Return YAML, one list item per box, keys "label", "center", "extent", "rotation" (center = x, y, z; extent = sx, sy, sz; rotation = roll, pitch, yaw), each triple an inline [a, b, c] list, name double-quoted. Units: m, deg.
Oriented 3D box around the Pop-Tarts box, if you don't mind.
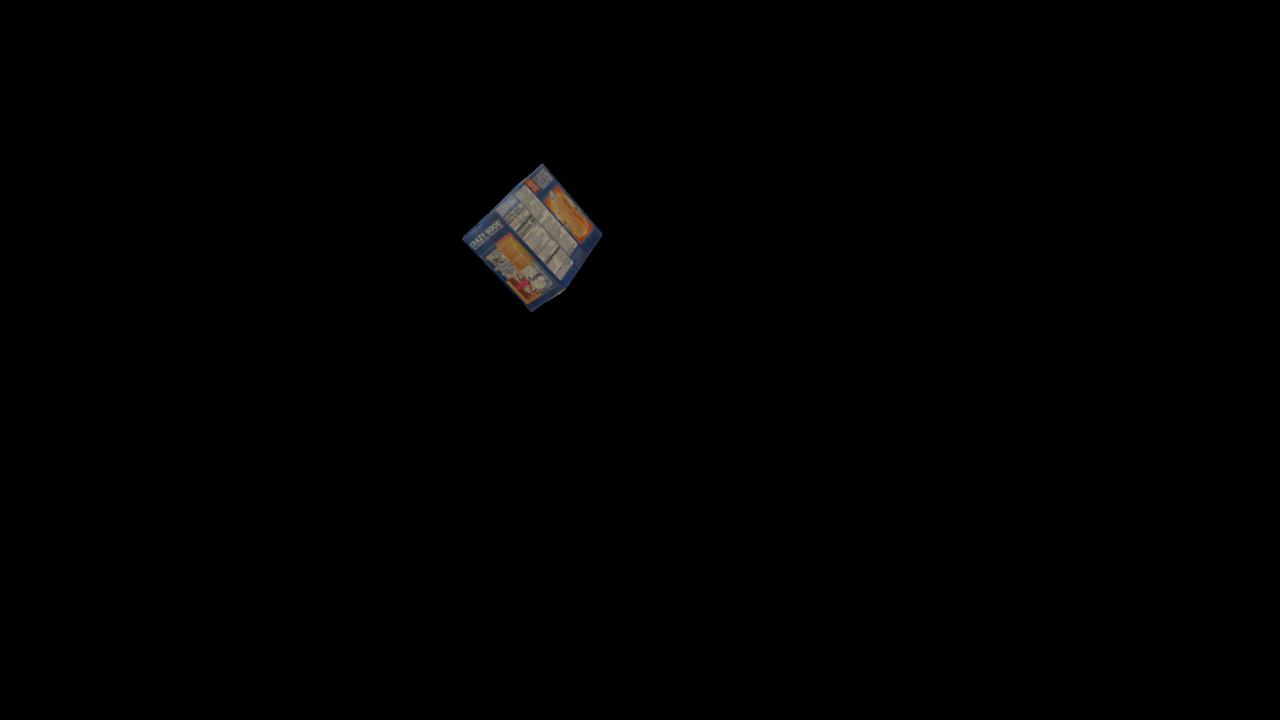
- label: "Pop-Tarts box"
  center: [-0.150, -0.180, 0.897]
  extent: [0.083, 0.141, 0.167]
  rotation: [-27, 25, 34]
